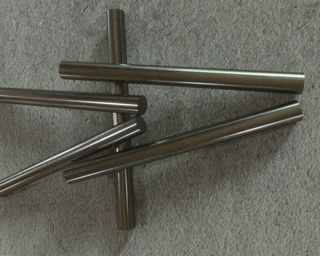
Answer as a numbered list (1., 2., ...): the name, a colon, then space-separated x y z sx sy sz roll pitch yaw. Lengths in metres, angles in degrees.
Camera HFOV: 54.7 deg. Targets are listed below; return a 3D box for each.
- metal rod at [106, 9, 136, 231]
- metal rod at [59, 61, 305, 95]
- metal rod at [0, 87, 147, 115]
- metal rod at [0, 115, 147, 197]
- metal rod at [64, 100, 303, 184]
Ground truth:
1. metal rod: -0.054 -0.012 0.428 0.025 0.025 0.298 -3 89 19
2. metal rod: 0.016 -0.065 0.387 0.301 0.025 0.025 5 92 13
3. metal rod: -0.158 -0.042 0.449 0.301 0.025 0.025 6 92 25
4. metal rod: -0.149 0.050 0.446 0.300 0.025 0.025 -24 82 23
5. metal rod: 0.018 0.022 0.386 0.301 0.025 0.025 -17 85 12
